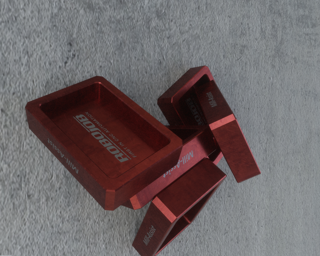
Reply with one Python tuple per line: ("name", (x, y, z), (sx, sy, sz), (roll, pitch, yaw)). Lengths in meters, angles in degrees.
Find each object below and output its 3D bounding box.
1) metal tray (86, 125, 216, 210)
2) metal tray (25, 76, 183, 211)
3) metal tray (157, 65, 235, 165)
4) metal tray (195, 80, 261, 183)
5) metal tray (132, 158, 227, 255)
("metal tray", (-0.009, 0.037, 0.358), (0.131, 0.090, 0.030), (-31, 110, -36))
("metal tray", (-0.055, 0.006, 0.300), (0.091, 0.130, 0.030), (-31, 148, -36))
("metal tray", (0.061, -0.014, 0.456), (0.090, 0.030, 0.130), (-46, 118, -30))
("metal tray", (0.085, -0.001, 0.407), (0.090, 0.030, 0.130), (59, 12, -24))
("metal tray", (0.020, 0.100, 0.368), (0.091, 0.030, 0.129), (-31, 154, -35))
